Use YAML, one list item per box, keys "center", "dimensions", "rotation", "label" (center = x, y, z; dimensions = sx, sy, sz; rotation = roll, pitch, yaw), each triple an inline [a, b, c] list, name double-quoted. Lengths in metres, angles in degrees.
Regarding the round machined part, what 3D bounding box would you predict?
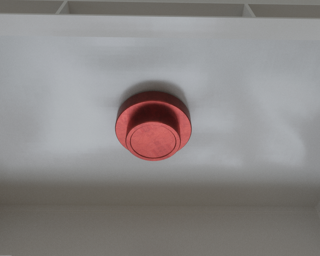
- center: [-0.008, 0.005, 0.398]
  dimensions: [0.099, 0.042, 0.097]
  rotation: [0, 130, 0]
  label: "round machined part"
